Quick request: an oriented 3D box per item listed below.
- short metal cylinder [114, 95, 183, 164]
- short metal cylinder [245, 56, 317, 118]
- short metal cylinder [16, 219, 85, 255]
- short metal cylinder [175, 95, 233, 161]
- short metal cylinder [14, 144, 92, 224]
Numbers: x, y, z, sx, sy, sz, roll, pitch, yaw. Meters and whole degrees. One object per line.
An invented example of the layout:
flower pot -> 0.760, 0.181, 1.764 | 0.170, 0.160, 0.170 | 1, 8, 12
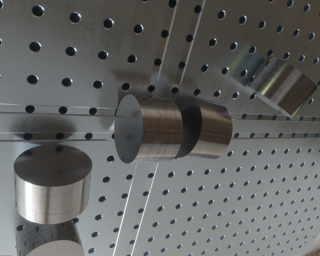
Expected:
short metal cylinder -> -0.016, 0.002, 0.370 | 0.050, 0.080, 0.079 | 3, 117, -30
short metal cylinder -> 0.168, -0.057, 0.435 | 0.080, 0.080, 0.050 | 28, 103, -38
short metal cylinder -> -0.148, 0.161, 0.415 | 0.081, 0.050, 0.079 | -14, 124, -21
short metal cylinder -> 0.047, 0.001, 0.404 | 0.050, 0.080, 0.079 | 10, 113, -33
short metal cylinder -> -0.120, 0.060, 0.349 | 0.081, 0.080, 0.050 | -3, 120, -27
